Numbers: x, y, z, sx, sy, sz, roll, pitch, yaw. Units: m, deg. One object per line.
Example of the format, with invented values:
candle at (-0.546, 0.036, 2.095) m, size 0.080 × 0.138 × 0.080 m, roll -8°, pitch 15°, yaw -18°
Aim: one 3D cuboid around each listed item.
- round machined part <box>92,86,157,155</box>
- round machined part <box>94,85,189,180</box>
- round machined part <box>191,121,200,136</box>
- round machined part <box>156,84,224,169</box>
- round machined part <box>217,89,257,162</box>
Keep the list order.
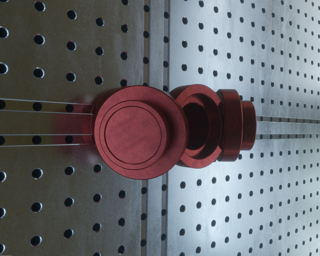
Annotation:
round machined part at (-0.029, -0.003, 0.375) m, size 0.099 × 0.042 × 0.097 m, roll 0°, pitch 90°, yaw -40°
round machined part at (-0.022, 0.005, 0.315) m, size 0.042 × 0.098 × 0.097 m, roll -21°, pitch 107°, yaw -77°
round machined part at (0.047, -0.003, 0.439) m, size 0.099 × 0.042 × 0.097 m, roll 0°, pitch 90°, yaw -40°
round machined part at (0.033, -0.002, 0.372) m, size 0.099 × 0.042 × 0.097 m, roll 0°, pitch 90°, yaw -40°
round machined part at (0.100, -0.004, 0.417) m, size 0.042 × 0.098 × 0.097 m, roll 0°, pitch 90°, yaw 0°
